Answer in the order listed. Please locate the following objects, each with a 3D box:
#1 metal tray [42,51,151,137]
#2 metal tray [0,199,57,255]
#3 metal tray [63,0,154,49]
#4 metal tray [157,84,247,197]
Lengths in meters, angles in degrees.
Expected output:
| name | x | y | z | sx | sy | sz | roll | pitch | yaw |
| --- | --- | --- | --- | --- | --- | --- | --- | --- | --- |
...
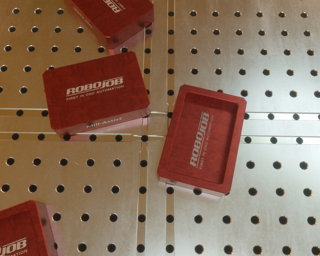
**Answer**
| name | x | y | z | sx | sy | sz | roll | pitch | yaw |
| --- | --- | --- | --- | --- | --- | --- | --- | --- | --- |
| metal tray | -0.086 | -0.048 | 0.426 | 0.131 | 0.030 | 0.090 | -14 | 71 | -5 |
| metal tray | -0.191 | 0.148 | 0.354 | 0.131 | 0.030 | 0.090 | -20 | 71 | -7 |
| metal tray | -0.082 | -0.195 | 0.480 | 0.090 | 0.030 | 0.130 | -39 | 75 | -13 |
| metal tray | 0.055 | 0.014 | 0.404 | 0.090 | 0.030 | 0.130 | 14 | 71 | 5 |
